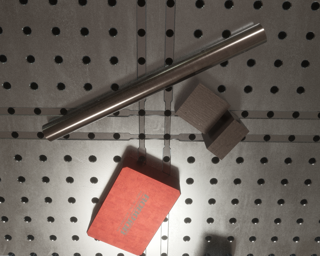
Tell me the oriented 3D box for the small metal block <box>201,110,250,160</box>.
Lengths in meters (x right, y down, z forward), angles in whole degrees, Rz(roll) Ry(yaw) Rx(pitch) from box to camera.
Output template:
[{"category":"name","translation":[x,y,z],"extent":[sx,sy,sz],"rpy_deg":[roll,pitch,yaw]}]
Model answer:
[{"category":"small metal block","translation":[0.083,0.006,0.404],"extent":[0.025,0.050,0.050],"rpy_deg":[37,106,-13]}]

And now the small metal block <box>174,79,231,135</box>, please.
[{"category":"small metal block","translation":[0.054,-0.028,0.404],"extent":[0.050,0.025,0.050],"rpy_deg":[35,106,-12]}]

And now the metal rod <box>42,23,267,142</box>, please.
[{"category":"metal rod","translation":[-0.013,-0.054,0.393],"extent":[0.301,0.025,0.025],"rpy_deg":[-24,109,8]}]

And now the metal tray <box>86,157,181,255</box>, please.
[{"category":"metal tray","translation":[-0.039,0.117,0.453],"extent":[0.090,0.030,0.129],"rpy_deg":[26,108,-10]}]
